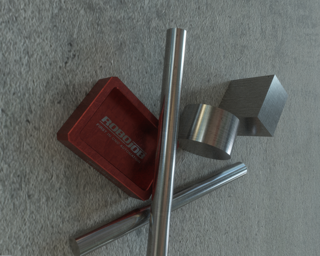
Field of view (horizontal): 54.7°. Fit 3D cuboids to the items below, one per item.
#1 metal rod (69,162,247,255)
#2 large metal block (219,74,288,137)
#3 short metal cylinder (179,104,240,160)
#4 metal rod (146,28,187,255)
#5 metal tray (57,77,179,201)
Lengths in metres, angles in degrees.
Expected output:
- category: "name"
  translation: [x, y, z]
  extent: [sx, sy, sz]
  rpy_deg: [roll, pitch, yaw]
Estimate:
- category: "metal rod"
  translation: [0.022, 0.098, 0.425]
  extent: [0.302, 0.025, 0.025]
  rpy_deg: [-14, 100, -39]
- category: "large metal block"
  translation: [0.144, -0.034, 0.493]
  extent: [0.050, 0.080, 0.080]
  rpy_deg: [43, 64, -32]
- category: "short metal cylinder"
  translation: [0.064, 0.007, 0.425]
  extent: [0.080, 0.080, 0.050]
  rpy_deg: [30, 71, -37]
- category: "metal rod"
  translation: [0.007, 0.029, 0.372]
  extent: [0.025, 0.025, 0.298]
  rpy_deg: [9, 85, -40]
- category: "metal tray"
  translation: [-0.042, 0.015, 0.367]
  extent: [0.130, 0.030, 0.090]
  rpy_deg: [46, 62, -30]
